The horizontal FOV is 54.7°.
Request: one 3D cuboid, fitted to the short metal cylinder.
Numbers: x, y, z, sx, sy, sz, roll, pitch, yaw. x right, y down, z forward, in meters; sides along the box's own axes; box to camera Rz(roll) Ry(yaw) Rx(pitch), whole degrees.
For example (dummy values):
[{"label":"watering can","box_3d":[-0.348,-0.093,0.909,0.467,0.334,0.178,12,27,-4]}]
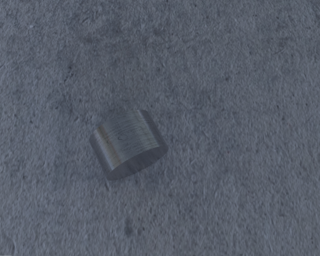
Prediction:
[{"label":"short metal cylinder","box_3d":[-0.037,0.021,0.371,0.080,0.080,0.050,-26,73,-9]}]
